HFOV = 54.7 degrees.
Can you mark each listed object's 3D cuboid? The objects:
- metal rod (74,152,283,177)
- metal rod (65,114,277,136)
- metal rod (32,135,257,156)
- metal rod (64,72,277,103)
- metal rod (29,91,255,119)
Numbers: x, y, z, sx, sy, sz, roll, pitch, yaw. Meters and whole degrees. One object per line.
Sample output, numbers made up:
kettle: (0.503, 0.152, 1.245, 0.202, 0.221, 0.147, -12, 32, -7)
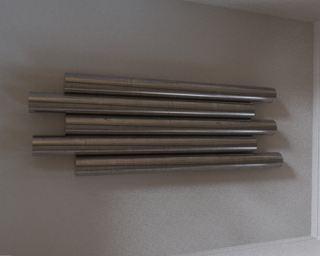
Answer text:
metal rod: (0.040, 0.048, 0.425, 0.303, 0.025, 0.025, 1, 90, -21)
metal rod: (0.029, -0.002, 0.421, 0.303, 0.025, 0.025, 1, 90, -21)
metal rod: (-0.004, 0.022, 0.408, 0.303, 0.025, 0.025, 1, 90, -21)
metal rod: (0.028, -0.052, 0.420, 0.303, 0.025, 0.025, 1, 90, -21)
metal rod: (-0.008, -0.028, 0.407, 0.303, 0.025, 0.025, 1, 90, -21)
